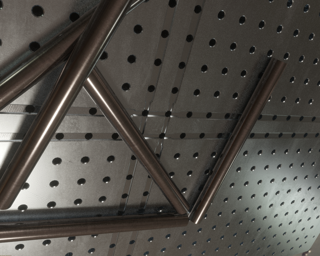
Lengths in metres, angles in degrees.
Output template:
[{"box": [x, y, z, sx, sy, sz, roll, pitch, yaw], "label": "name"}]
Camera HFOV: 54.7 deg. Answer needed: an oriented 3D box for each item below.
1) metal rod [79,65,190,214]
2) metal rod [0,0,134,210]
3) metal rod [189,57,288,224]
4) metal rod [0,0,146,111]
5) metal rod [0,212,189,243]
[{"box": [-0.022, 0.033, 0.421, 0.025, 0.025, 0.299, -35, 129, -5], "label": "metal rod"}, {"box": [-0.103, -0.027, 0.316, 0.025, 0.025, 0.299, 22, 113, -37], "label": "metal rod"}, {"box": [0.117, 0.031, 0.497, 0.025, 0.025, 0.298, 10, 113, -33], "label": "metal rod"}, {"box": [-0.108, -0.072, 0.308, 0.301, 0.025, 0.025, -38, 130, -3], "label": "metal rod"}, {"box": [-0.086, 0.142, 0.453, 0.302, 0.025, 0.025, 7, 115, -32], "label": "metal rod"}]
